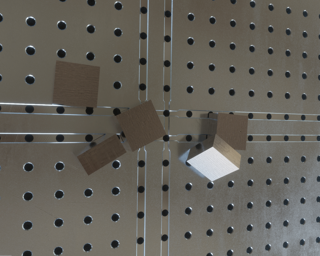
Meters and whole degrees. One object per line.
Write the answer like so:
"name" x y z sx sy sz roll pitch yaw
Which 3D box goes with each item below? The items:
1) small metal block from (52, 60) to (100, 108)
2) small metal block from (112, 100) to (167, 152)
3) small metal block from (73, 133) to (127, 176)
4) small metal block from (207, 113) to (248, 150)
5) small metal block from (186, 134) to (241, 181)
"small metal block" -0.102 -0.051 0.375 0.050 0.025 0.050 5 88 -20
"small metal block" -0.027 -0.003 0.403 0.050 0.025 0.050 -27 99 -18
"small metal block" -0.074 0.030 0.373 0.050 0.050 0.025 -31 101 -18
"small metal block" 0.098 0.005 0.450 0.050 0.025 0.050 5 88 -20
"small metal block" 0.074 0.042 0.425 0.050 0.050 0.025 39 43 -16
